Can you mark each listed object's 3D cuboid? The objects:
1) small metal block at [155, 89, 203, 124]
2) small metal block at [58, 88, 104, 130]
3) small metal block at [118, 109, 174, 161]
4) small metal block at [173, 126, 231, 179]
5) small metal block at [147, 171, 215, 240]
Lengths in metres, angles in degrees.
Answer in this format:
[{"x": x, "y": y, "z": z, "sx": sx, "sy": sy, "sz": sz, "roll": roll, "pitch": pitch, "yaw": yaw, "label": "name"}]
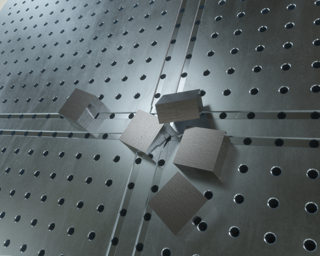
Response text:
[{"x": 0.026, "y": -0.028, "z": 0.392, "sx": 0.050, "sy": 0.025, "sz": 0.050, "roll": -8, "pitch": 17, "yaw": 15, "label": "small metal block"}, {"x": -0.126, "y": -0.031, "z": 0.495, "sx": 0.050, "sy": 0.025, "sz": 0.050, "roll": 22, "pitch": 73, "yaw": 36, "label": "small metal block"}, {"x": -0.018, "y": 0.008, "z": 0.414, "sx": 0.050, "sy": 0.025, "sz": 0.050, "roll": 23, "pitch": 74, "yaw": 36, "label": "small metal block"}, {"x": 0.050, "y": 0.028, "z": 0.366, "sx": 0.050, "sy": 0.025, "sz": 0.050, "roll": 9, "pitch": 66, "yaw": 32, "label": "small metal block"}, {"x": 0.023, "y": 0.085, "z": 0.344, "sx": 0.050, "sy": 0.025, "sz": 0.050, "roll": -46, "pitch": 51, "yaw": -4, "label": "small metal block"}]
